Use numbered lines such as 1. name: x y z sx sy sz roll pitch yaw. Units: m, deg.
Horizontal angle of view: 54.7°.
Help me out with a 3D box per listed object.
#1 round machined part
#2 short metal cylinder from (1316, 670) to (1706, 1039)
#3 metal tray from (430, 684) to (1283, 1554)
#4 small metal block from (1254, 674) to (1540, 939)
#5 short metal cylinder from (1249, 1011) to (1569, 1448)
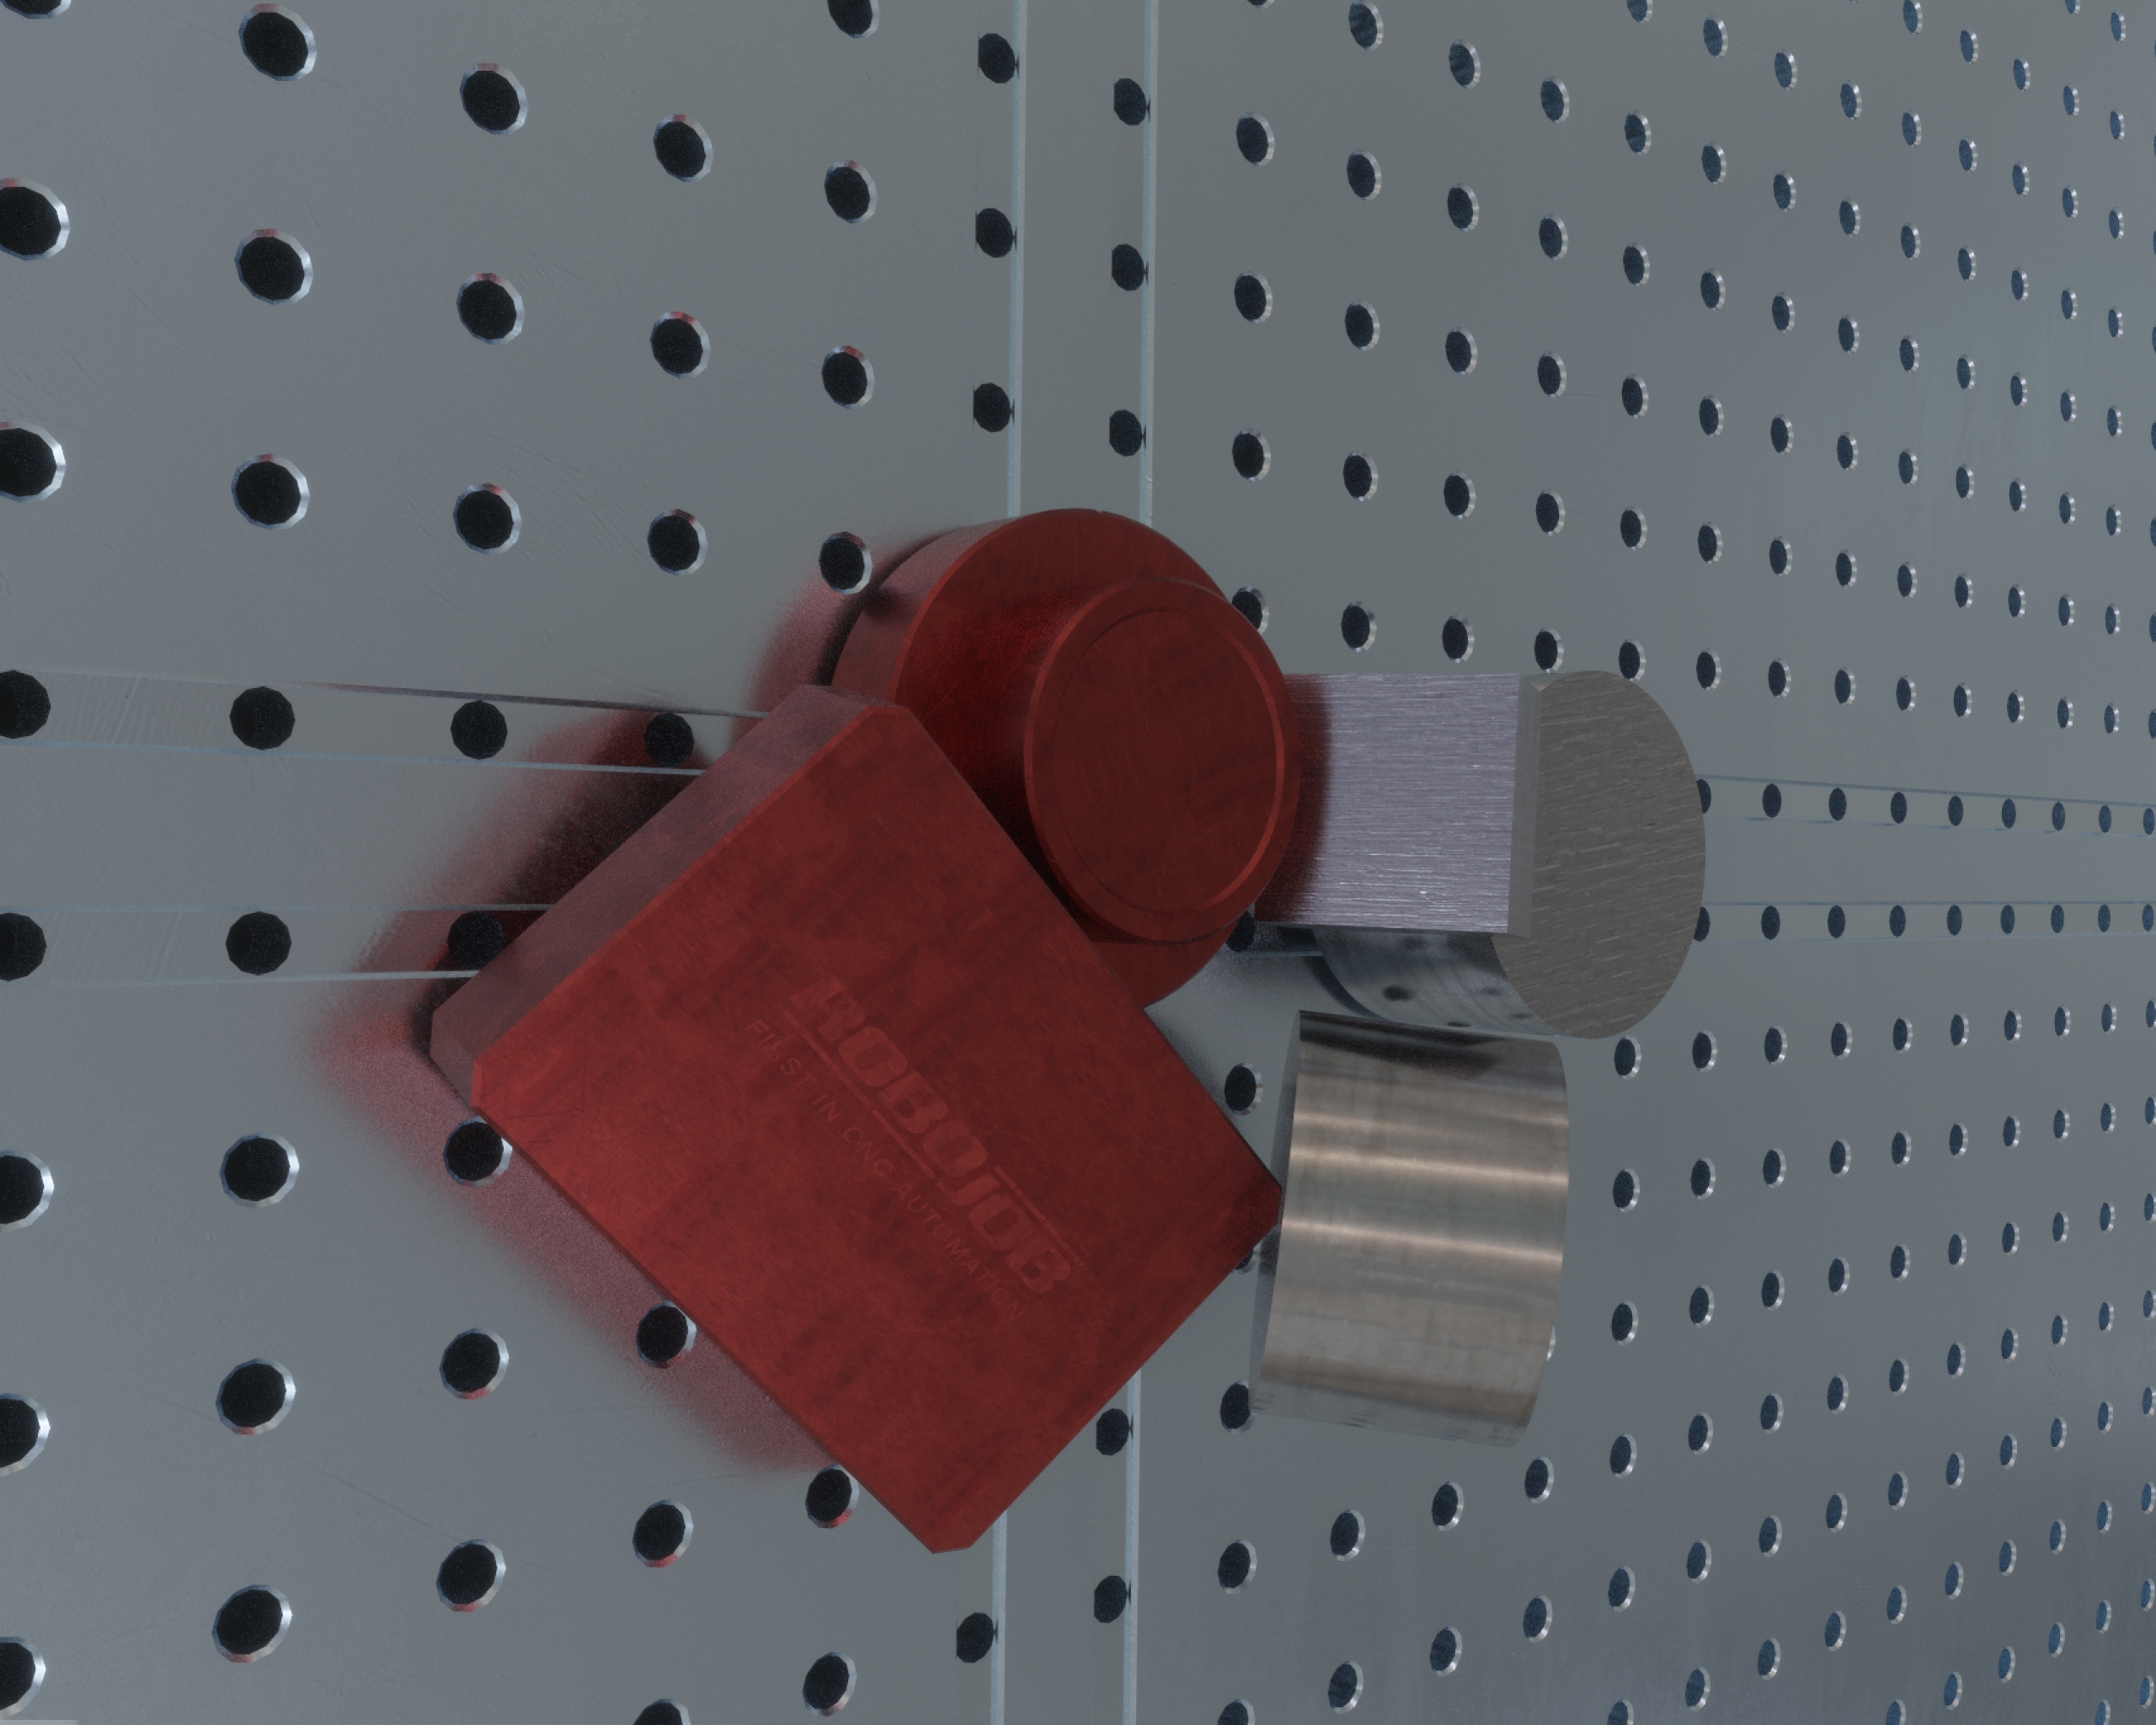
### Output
1. round machined part: 0.004 -0.019 0.396 0.099 0.042 0.097 0 90 -40
2. short metal cylinder: 0.096 -0.002 0.470 0.081 0.050 0.079 0 90 -40
3. metal tray: -0.033 0.045 0.359 0.090 0.030 0.130 -44 118 -14
4. small metal block: 0.065 -0.011 0.419 0.025 0.050 0.050 13 80 -68
5. short metal cylinder: 0.064 0.072 0.415 0.050 0.080 0.080 7 84 4
